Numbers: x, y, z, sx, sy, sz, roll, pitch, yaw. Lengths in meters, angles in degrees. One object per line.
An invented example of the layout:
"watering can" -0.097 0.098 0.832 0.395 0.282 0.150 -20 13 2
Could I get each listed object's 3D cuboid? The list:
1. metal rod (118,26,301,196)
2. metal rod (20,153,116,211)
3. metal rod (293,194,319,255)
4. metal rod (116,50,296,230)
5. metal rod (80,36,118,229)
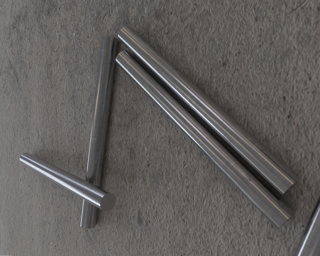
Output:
"metal rod" 0.039 -0.039 0.372 0.300 0.025 0.025 47 118 29
"metal rod" -0.171 0.081 0.523 0.300 0.025 0.025 10 97 46
"metal rod" 0.171 0.011 0.263 0.025 0.025 0.298 26 106 37
"metal rod" 0.035 -0.005 0.375 0.300 0.025 0.025 47 118 29
"metal rod" -0.096 0.011 0.484 0.025 0.025 0.298 13 98 39
